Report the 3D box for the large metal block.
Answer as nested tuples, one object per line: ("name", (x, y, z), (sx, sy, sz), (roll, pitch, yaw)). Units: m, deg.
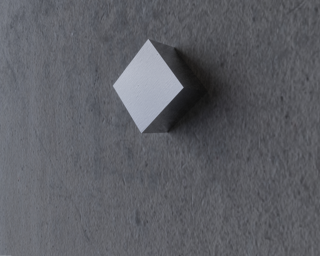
("large metal block", (-0.002, -0.050, 0.389), (0.080, 0.050, 0.080), (-47, 63, 29))
